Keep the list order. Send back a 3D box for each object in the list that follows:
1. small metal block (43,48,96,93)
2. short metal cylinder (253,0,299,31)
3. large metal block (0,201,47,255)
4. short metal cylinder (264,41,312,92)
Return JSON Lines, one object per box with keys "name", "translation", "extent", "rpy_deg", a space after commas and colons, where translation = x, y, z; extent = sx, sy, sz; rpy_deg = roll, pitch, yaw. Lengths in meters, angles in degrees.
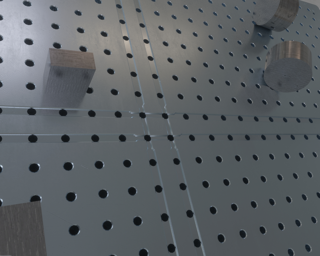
{"name": "small metal block", "translation": [-0.110, -0.068, 0.374], "extent": [0.050, 0.050, 0.025], "rpy_deg": [0, 62, -29]}
{"name": "short metal cylinder", "translation": [0.245, -0.252, 0.659], "extent": [0.050, 0.080, 0.080], "rpy_deg": [10, 57, -23]}
{"name": "large metal block", "translation": [-0.138, 0.111, 0.250], "extent": [0.081, 0.050, 0.080], "rpy_deg": [-3, 63, -30]}
{"name": "short metal cylinder", "translation": [0.234, -0.112, 0.568], "extent": [0.080, 0.080, 0.050], "rpy_deg": [28, 52, -11]}
